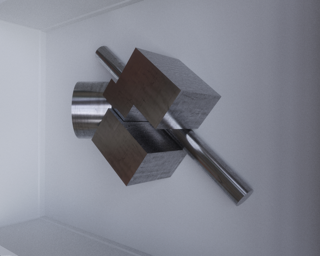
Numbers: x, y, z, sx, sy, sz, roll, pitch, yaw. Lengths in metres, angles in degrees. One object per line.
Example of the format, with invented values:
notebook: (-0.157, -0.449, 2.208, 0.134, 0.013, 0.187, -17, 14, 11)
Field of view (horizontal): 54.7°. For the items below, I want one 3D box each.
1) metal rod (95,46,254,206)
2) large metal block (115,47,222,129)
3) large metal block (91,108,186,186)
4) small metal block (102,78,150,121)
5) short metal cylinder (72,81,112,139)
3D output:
metal rod: (0.001, -0.020, 0.403, 0.300, 0.025, 0.025, 47, 118, 29)
large metal block: (0.010, -0.044, 0.360, 0.080, 0.081, 0.050, 48, 118, 29)
large metal block: (-0.024, 0.021, 0.388, 0.080, 0.081, 0.050, 47, 118, 29)
small metal block: (-0.034, -0.034, 0.385, 0.050, 0.050, 0.025, 48, 119, 29)
short metal cylinder: (-0.086, -0.025, 0.430, 0.050, 0.080, 0.079, 1, 91, 0)
